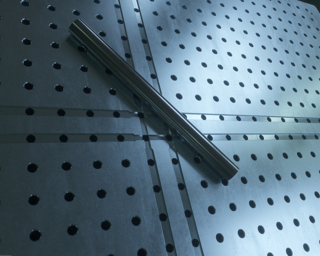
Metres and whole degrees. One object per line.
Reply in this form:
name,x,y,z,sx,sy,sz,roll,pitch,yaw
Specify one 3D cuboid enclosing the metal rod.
metal rod,-0.009,-0.040,0.428,0.300,0.025,0.025,43,51,1
